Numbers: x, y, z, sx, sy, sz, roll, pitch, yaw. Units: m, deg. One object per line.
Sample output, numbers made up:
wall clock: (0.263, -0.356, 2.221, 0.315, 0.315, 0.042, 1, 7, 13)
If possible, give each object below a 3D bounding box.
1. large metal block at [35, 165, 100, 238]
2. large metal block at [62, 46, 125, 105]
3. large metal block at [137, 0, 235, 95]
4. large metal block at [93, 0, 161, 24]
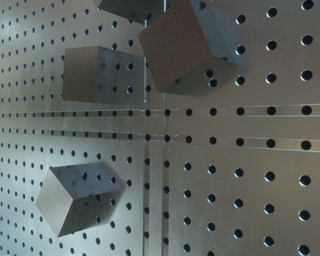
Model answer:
large metal block: (-0.157, 0.120, 0.519, 0.080, 0.050, 0.079, 39, 114, 32)
large metal block: (-0.104, -0.079, 0.476, 0.080, 0.050, 0.079, 8, 95, 39)
large metal block: (0.029, -0.094, 0.368, 0.080, 0.050, 0.080, -29, 72, 36)
large metal block: (-0.039, -0.192, 0.403, 0.080, 0.081, 0.050, -43, 64, 31)
